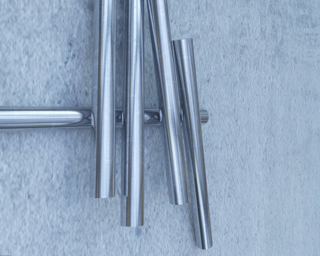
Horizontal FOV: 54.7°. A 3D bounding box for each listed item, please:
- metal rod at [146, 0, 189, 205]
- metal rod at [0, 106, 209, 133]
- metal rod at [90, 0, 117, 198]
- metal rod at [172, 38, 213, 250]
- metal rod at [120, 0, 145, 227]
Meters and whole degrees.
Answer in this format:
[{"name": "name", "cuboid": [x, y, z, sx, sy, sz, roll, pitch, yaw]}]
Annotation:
[{"name": "metal rod", "cuboid": [0.008, -0.055, 0.379, 0.025, 0.025, 0.298, -10, 96, -40]}, {"name": "metal rod", "cuboid": [-0.052, -0.012, 0.362, 0.302, 0.025, 0.025, -2, 92, -40]}, {"name": "metal rod", "cuboid": [-0.060, -0.078, 0.332, 0.025, 0.025, 0.298, 7, 79, -40]}, {"name": "metal rod", "cuboid": [0.047, 0.033, 0.421, 0.025, 0.025, 0.298, -22, 112, -38]}, {"name": "metal rod", "cuboid": [-0.030, -0.045, 0.352, 0.025, 0.025, 0.298, 9, 76, -40]}]
